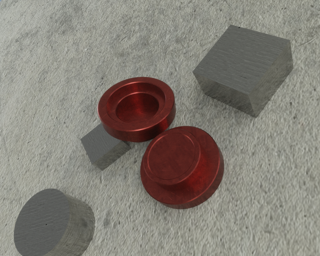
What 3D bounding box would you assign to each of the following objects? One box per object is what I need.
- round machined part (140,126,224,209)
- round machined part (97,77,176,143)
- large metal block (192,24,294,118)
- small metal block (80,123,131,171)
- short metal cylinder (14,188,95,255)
[{"bbox_3d":[0.020,0.040,0.357,0.098,0.042,0.098,-13,56,20],"label":"round machined part"},{"bbox_3d":[-0.028,-0.020,0.406,0.099,0.042,0.098,-5,48,5],"label":"round machined part"},{"bbox_3d":[0.102,-0.071,0.377,0.080,0.050,0.080,32,79,37],"label":"large metal block"},{"bbox_3d":[-0.076,0.022,0.428,0.050,0.025,0.050,-38,51,2],"label":"small metal block"},{"bbox_3d":[-0.128,0.120,0.379,0.080,0.050,0.080,-13,56,20],"label":"short metal cylinder"}]
